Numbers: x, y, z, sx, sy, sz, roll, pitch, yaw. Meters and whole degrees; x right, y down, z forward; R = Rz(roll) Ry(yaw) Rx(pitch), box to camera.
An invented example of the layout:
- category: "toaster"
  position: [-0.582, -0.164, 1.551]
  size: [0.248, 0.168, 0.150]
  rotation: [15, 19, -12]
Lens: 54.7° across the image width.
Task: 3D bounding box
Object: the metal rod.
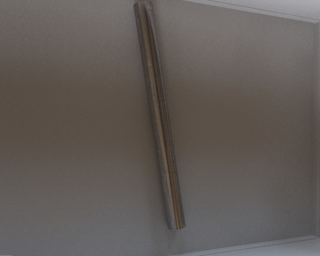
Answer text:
- category: "metal rod"
  position: [0.000, -0.014, 0.411]
  size: [0.025, 0.025, 0.298]
  rotation: [-10, 94, -20]
